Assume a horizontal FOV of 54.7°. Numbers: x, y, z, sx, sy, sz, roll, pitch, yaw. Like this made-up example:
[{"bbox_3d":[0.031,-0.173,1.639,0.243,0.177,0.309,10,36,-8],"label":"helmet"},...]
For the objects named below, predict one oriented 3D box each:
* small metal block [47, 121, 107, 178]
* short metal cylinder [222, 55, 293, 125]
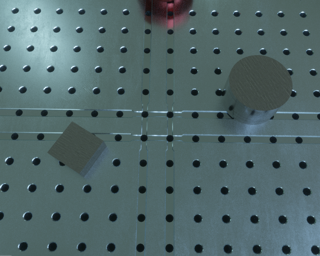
[{"bbox_3d":[-0.106,0.028,0.401,0.050,0.025,0.050,31,73,10],"label":"small metal block"},{"bbox_3d":[0.128,-0.050,0.417,0.081,0.050,0.080,0,70,0],"label":"short metal cylinder"}]
